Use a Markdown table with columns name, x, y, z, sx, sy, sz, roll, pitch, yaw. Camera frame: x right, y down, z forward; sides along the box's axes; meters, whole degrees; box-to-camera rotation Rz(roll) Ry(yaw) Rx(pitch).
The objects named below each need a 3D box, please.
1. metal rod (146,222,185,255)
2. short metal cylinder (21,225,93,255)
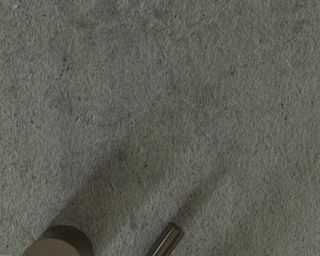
| name | x | y | z | sx | sy | sz | roll | pitch | yaw |
| --- | --- | --- | --- | --- | --- | --- | --- | --- | --- |
| metal rod | -0.065 | 0.254 | 0.409 | 0.025 | 0.025 | 0.299 | 36 | 90 | 0 |
| short metal cylinder | -0.131 | 0.172 | 0.396 | 0.081 | 0.050 | 0.079 | 0 | 90 | 0 |
